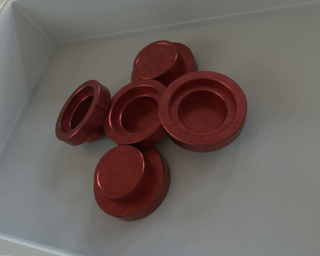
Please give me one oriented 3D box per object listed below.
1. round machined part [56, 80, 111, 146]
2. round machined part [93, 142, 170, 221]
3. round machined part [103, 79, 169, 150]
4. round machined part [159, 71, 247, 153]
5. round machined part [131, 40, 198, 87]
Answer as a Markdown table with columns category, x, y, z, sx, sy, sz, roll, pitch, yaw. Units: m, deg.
| category | x | y | z | sx | sy | sz | roll | pitch | yaw |
| --- | --- | --- | --- | --- | --- | --- | --- | --- | --- |
| round machined part | -0.103 | -0.018 | 0.448 | 0.098 | 0.042 | 0.098 | -28 | 45 | 32 |
| round machined part | -0.041 | 0.059 | 0.378 | 0.098 | 0.042 | 0.098 | -13 | 56 | 21 |
| round machined part | -0.023 | -0.014 | 0.413 | 0.098 | 0.042 | 0.098 | -13 | 56 | 21 |
| round machined part | 0.050 | -0.016 | 0.365 | 0.098 | 0.042 | 0.098 | -4 | 63 | 8 |
| round machined part | 0.001 | -0.087 | 0.445 | 0.098 | 0.042 | 0.098 | -13 | 56 | 21 |
